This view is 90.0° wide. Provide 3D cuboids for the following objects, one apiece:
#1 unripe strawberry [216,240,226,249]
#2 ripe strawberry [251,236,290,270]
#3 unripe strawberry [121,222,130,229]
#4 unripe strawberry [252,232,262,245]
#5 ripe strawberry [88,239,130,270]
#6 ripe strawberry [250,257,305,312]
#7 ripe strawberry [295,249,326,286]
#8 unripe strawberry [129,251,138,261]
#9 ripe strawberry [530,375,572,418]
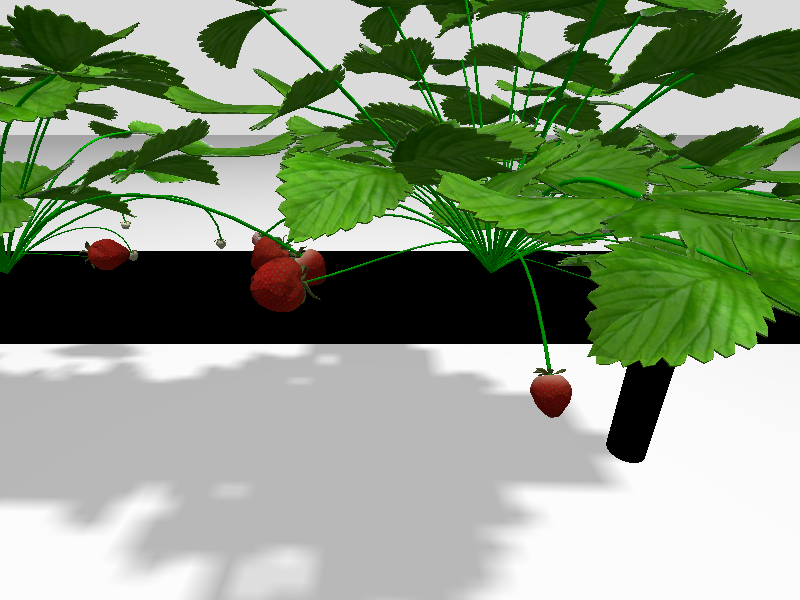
[{"bbox_3d":[-0.192,-0.060,0.430,0.010,0.010,0.011,-9,26,-19],"label":"unripe strawberry"},{"bbox_3d":[-0.120,-0.039,0.367,0.035,0.035,0.033,-32,20,13],"label":"ripe strawberry"},{"bbox_3d":[-0.350,-0.095,0.511,0.009,0.010,0.010,2,24,5],"label":"unripe strawberry"},{"bbox_3d":[-0.157,-0.067,0.445,0.016,0.016,0.014,-25,12,28],"label":"unripe strawberry"},{"bbox_3d":[-0.270,-0.042,0.373,0.030,0.029,0.033,-1,24,-4],"label":"ripe strawberry"},{"bbox_3d":[-0.089,-0.010,0.290,0.038,0.040,0.035,-11,27,-23],"label":"ripe strawberry"},{"bbox_3d":[-0.077,-0.026,0.345,0.030,0.031,0.029,-35,17,19],"label":"ripe strawberry"},{"bbox_3d":[-0.257,-0.042,0.385,0.010,0.010,0.009,-4,25,-9],"label":"unripe strawberry"},{"bbox_3d":[0.073,0.046,0.193,0.019,0.020,0.020,1,-19,3],"label":"ripe strawberry"}]
